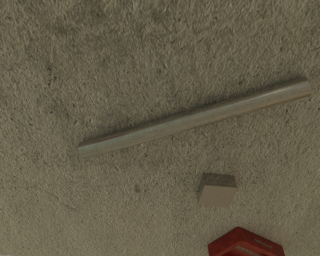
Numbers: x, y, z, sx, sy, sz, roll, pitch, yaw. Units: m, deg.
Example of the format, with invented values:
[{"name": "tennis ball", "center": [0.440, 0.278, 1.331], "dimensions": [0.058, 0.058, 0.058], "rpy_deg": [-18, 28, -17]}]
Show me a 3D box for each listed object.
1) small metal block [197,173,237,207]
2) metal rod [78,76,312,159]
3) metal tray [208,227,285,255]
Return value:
[{"name": "small metal block", "center": [0.089, 0.099, 0.493], "dimensions": [0.050, 0.025, 0.050], "rpy_deg": [6, 130, -6]}, {"name": "metal rod", "center": [0.033, -0.009, 0.399], "dimensions": [0.301, 0.025, 0.025], "rpy_deg": [-16, 128, 13]}, {"name": "metal tray", "center": [0.173, 0.250, 0.618], "dimensions": [0.131, 0.030, 0.090], "rpy_deg": [29, 124, -23]}]
